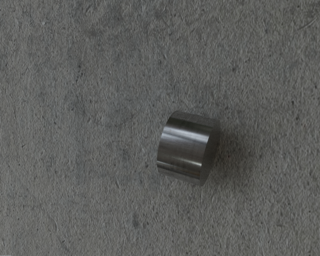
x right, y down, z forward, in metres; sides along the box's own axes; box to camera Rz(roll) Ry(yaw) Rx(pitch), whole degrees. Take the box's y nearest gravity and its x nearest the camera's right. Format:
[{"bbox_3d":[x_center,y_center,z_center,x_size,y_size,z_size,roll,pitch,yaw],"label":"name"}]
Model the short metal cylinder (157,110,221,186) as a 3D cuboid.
[{"bbox_3d":[0.036,0.023,0.367,0.050,0.080,0.080,14,95,19],"label":"short metal cylinder"}]
